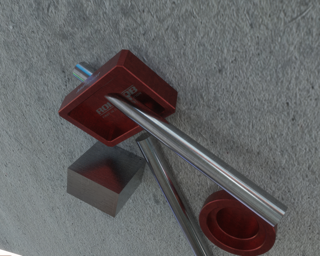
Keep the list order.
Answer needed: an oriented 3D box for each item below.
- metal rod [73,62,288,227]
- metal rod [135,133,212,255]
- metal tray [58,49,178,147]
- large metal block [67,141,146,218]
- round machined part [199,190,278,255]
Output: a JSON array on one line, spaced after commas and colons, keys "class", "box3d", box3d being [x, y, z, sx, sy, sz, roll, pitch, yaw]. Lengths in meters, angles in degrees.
[{"class": "metal rod", "box3d": [0.007, 0.006, 0.361, 0.300, 0.025, 0.025, 36, 130, 20]}, {"class": "metal rod", "box3d": [0.039, 0.140, 0.471, 0.025, 0.025, 0.299, -13, 112, 33]}, {"class": "metal tray", "box3d": [-0.054, -0.030, 0.389, 0.130, 0.030, 0.090, -28, 127, 37]}, {"class": "large metal block", "box3d": [-0.077, 0.070, 0.453, 0.080, 0.080, 0.050, 24, 127, 13]}, {"class": "round machined part", "box3d": [0.105, 0.120, 0.414, 0.098, 0.042, 0.097, 13, 124, 20]}]
